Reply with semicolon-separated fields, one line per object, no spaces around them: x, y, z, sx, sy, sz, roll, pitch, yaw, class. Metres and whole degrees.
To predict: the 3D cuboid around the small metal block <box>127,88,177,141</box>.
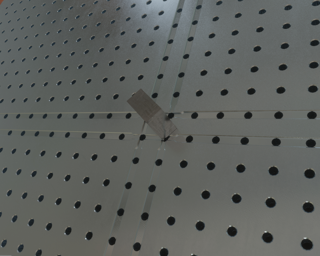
-0.010;-0.017;0.407;0.025;0.050;0.050;-43;51;-1;small metal block
